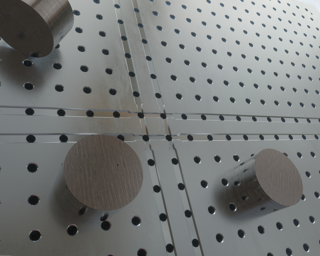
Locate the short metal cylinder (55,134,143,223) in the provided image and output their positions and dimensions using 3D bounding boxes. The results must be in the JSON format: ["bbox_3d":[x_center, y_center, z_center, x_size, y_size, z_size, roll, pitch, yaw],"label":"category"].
[{"bbox_3d":[-0.065,0.054,0.326,0.081,0.050,0.080,14,56,-21],"label":"short metal cylinder"}]

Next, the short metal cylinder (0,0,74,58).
[{"bbox_3d":[-0.153,-0.133,0.372,0.080,0.080,0.050,29,52,-10],"label":"short metal cylinder"}]

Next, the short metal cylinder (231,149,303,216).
[{"bbox_3d":[0.147,0.075,0.428,0.081,0.050,0.080,14,56,-21],"label":"short metal cylinder"}]
